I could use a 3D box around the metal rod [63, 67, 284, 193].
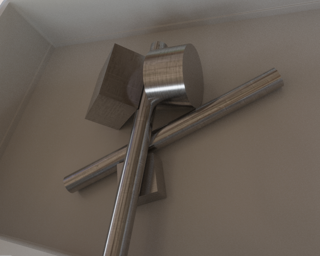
[{"bbox_3d":[0.009,0.008,0.392,0.301,0.025,0.025,-28,53,10],"label":"metal rod"}]

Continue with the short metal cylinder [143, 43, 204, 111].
[{"bbox_3d":[0.019,-0.063,0.395,0.050,0.080,0.080,-3,60,25],"label":"short metal cylinder"}]

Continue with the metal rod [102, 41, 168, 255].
[{"bbox_3d":[-0.025,0.014,0.373,0.025,0.025,0.300,-4,58,25],"label":"metal rod"}]

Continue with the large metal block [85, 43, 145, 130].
[{"bbox_3d":[-0.060,-0.053,0.425,0.080,0.050,0.080,-40,34,57],"label":"large metal block"}]

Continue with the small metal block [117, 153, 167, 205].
[{"bbox_3d":[-0.023,0.064,0.376,0.050,0.025,0.050,-19,54,16],"label":"small metal block"}]
